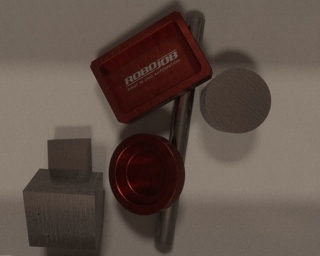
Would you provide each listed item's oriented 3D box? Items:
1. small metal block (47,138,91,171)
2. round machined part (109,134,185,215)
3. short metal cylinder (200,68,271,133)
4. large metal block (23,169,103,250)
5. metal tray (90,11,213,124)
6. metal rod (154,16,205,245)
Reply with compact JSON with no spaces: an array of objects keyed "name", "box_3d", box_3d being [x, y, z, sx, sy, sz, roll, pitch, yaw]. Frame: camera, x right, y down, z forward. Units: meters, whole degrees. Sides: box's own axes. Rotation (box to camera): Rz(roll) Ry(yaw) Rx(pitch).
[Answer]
[{"name":"small metal block","box_3d":[-0.119,0.040,0.410,0.050,0.025,0.050,-2,90,-1]},{"name":"round machined part","box_3d":[-0.013,0.056,0.389,0.098,0.042,0.097,-2,85,29]},{"name":"short metal cylinder","box_3d":[0.095,-0.033,0.400,0.081,0.050,0.079,0,90,-1]},{"name":"large metal block","box_3d":[-0.115,0.100,0.384,0.081,0.050,0.079,4,112,-1]},{"name":"metal tray","box_3d":[-0.011,-0.073,0.392,0.130,0.030,0.090,-29,83,9]},{"name":"metal rod","box_3d":[0.026,0.003,0.411,0.025,0.025,0.298,8,90,-1]}]
